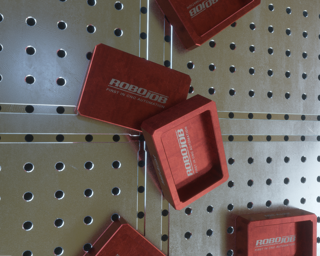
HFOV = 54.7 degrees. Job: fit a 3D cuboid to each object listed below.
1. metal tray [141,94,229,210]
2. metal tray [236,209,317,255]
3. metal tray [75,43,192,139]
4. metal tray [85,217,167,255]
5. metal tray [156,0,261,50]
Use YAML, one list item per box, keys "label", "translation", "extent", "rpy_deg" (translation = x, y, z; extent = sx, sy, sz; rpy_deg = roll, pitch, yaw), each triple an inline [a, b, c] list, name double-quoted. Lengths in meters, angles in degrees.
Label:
- label: "metal tray"
  translation: [0.037, 0.033, 0.399]
  extent: [0.091, 0.030, 0.129]
  rpy_deg: [-28, 122, -18]
- label: "metal tray"
  translation: [0.181, 0.179, 0.479]
  extent: [0.131, 0.030, 0.089]
  rpy_deg: [1, 90, -21]
- label: "metal tray"
  translation: [-0.032, -0.043, 0.399]
  extent: [0.131, 0.030, 0.090]
  rpy_deg: [16, 85, -20]
- label: "metal tray"
  translation: [-0.033, 0.191, 0.399]
  extent: [0.130, 0.030, 0.090]
  rpy_deg: [45, 76, -15]
- label: "metal tray"
  translation: [0.070, -0.182, 0.436]
  extent: [0.131, 0.030, 0.090]
  rpy_deg: [-38, 102, -16]
